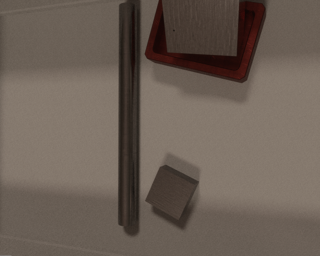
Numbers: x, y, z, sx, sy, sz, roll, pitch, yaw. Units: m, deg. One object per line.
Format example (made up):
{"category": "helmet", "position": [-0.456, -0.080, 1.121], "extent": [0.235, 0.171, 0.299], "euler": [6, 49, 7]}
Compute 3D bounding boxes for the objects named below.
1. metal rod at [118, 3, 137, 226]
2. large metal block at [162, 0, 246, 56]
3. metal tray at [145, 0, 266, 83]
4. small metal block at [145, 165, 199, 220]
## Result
{"category": "metal rod", "position": [-0.044, -0.018, 0.425], "extent": [0.025, 0.025, 0.298], "euler": [0, 90, 19]}
{"category": "large metal block", "position": [0.050, -0.130, 0.345], "extent": [0.080, 0.050, 0.080], "euler": [8, 131, 19]}
{"category": "metal tray", "position": [0.055, -0.115, 0.388], "extent": [0.130, 0.030, 0.089], "euler": [17, 96, 18]}
{"category": "small metal block", "position": [0.016, 0.083, 0.404], "extent": [0.050, 0.025, 0.050], "euler": [26, 98, 17]}
